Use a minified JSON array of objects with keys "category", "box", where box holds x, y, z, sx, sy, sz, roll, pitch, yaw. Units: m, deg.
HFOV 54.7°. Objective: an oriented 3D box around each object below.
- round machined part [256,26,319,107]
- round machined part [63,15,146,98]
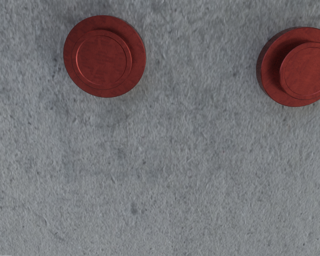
[{"category":"round machined part","box":[0.172,-0.072,0.377,0.099,0.042,0.097,0,110,-1]},{"category":"round machined part","box":[-0.066,-0.083,0.369,0.099,0.042,0.097,0,110,-1]}]
